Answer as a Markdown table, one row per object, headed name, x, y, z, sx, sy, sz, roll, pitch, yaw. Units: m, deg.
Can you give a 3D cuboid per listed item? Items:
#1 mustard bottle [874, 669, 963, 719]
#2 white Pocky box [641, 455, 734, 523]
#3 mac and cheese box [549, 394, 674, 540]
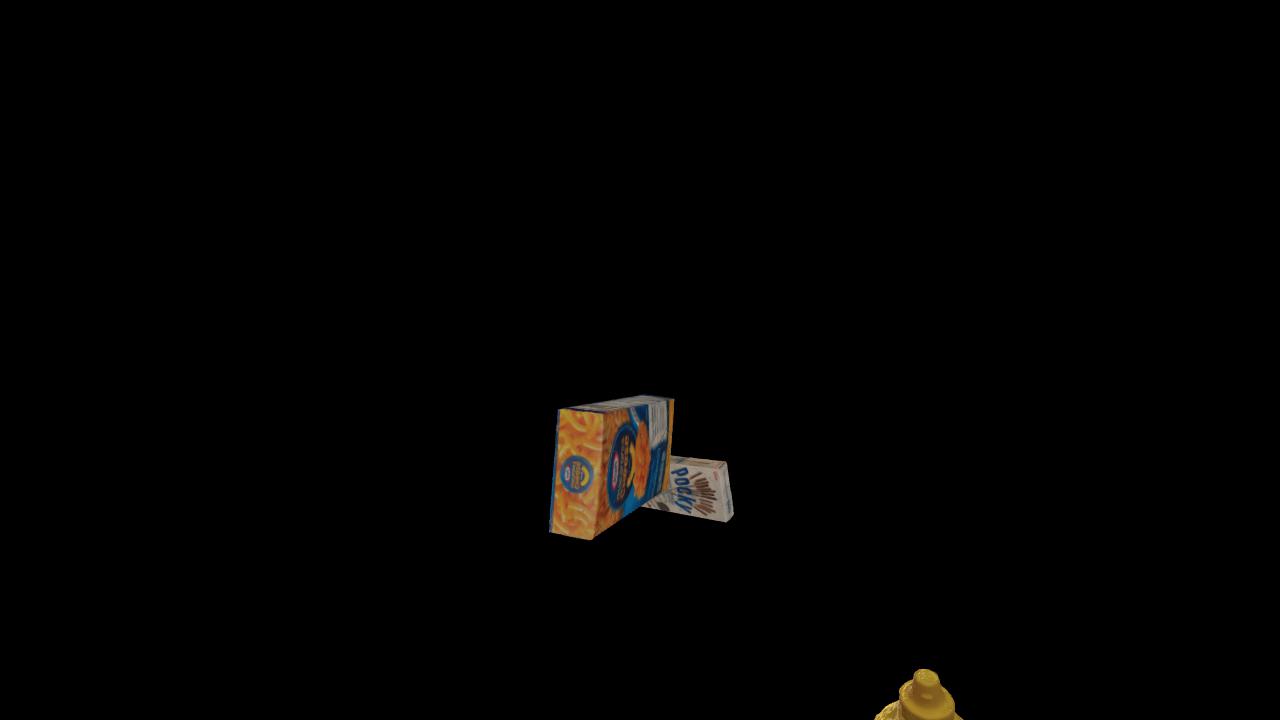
| name | x | y | z | sx | sy | sz | roll | pitch | yaw |
| --- | --- | --- | --- | --- | --- | --- | --- | --- | --- |
| mustard bottle | 0.244 | 0.344 | 0.524 | 0.092 | 0.184 | 0.054 | 4 | 18 | 35 |
| white Pocky box | 0.055 | 0.178 | 0.874 | 0.154 | 0.084 | 0.028 | 1 | 18 | 35 |
| mac and cheese box | -0.016 | 0.080 | 0.518 | 0.041 | 0.093 | 0.184 | 6 | 3 | 19 |
